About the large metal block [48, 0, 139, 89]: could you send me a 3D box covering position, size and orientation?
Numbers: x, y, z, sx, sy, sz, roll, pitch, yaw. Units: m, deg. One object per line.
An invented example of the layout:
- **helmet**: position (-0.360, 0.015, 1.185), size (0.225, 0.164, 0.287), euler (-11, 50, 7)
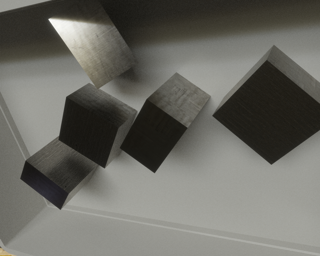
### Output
- **large metal block**: position (-0.071, -0.091, 0.344), size (0.050, 0.080, 0.080), euler (-34, 103, -4)

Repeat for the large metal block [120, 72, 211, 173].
- **large metal block**: position (0.007, -0.008, 0.364), size (0.050, 0.080, 0.079), euler (36, 129, 4)

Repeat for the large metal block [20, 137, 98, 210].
- **large metal block**: position (-0.158, 0.068, 0.496), size (0.080, 0.080, 0.050), euler (37, 129, 3)

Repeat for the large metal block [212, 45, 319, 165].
- **large metal block**: position (0.116, -0.023, 0.317), size (0.080, 0.050, 0.080), euler (40, 129, 0)

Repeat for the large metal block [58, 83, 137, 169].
- **large metal block**: position (-0.089, -0.003, 0.435), size (0.080, 0.050, 0.079), euler (30, 128, 8)
